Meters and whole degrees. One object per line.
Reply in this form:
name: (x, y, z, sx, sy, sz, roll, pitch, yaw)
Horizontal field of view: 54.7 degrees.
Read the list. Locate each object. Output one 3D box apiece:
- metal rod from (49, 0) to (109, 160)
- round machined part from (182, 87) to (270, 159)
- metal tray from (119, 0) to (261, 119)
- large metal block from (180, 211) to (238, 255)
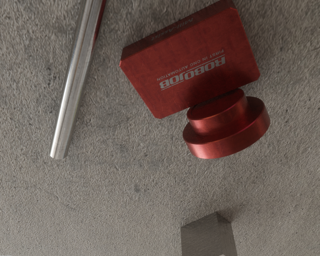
metal rod: (-0.089, -0.071, 0.345, 0.025, 0.025, 0.298, 16, 128, -14)
round machined part: (0.070, -0.011, 0.353, 0.098, 0.098, 0.042, -22, 112, 17)
metal tray: (0.033, -0.071, 0.344, 0.130, 0.030, 0.090, -22, 127, 17)
large metal block: (0.085, 0.208, 0.549, 0.080, 0.080, 0.050, -33, 123, 24)
